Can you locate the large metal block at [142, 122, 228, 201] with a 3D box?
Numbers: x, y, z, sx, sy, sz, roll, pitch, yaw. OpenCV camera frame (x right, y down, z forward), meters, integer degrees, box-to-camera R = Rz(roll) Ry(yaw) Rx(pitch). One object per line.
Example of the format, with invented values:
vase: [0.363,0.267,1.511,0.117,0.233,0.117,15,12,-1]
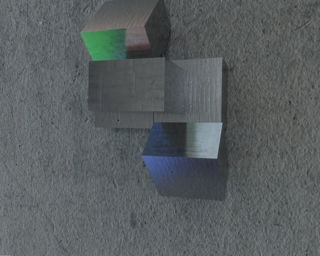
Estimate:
large metal block: [0.034,0.039,0.362,0.080,0.080,0.050,1,47,19]

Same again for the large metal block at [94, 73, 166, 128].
large metal block: [-0.037,-0.040,0.407,0.080,0.050,0.079,1,90,19]

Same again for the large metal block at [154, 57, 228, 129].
large metal block: [0.039,-0.039,0.381,0.080,0.050,0.079,1,90,19]

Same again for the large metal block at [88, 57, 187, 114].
large metal block: [-0.020,-0.041,0.334,0.080,0.080,0.050,1,91,19]

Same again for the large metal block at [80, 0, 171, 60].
large metal block: [-0.039,-0.121,0.387,0.080,0.050,0.080,1,46,20]
